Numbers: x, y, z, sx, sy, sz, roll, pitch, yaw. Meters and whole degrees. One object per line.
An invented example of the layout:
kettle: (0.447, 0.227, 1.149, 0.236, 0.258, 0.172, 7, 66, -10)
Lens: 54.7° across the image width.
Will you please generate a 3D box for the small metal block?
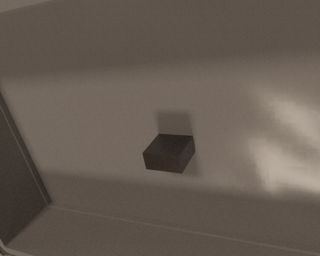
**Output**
small metal block: (0.013, 0.032, 0.404, 0.050, 0.050, 0.025, 3, 120, 26)
